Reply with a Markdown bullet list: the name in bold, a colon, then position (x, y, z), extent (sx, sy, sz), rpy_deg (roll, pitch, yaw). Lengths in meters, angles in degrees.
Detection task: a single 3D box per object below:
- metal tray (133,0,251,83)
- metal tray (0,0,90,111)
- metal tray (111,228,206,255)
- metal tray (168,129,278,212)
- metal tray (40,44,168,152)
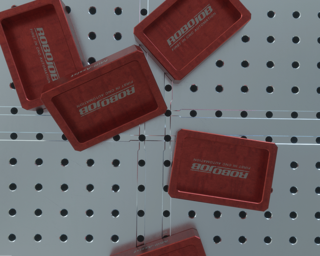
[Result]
- **metal tray**: position (0.042, -0.134, 0.411), extent (0.130, 0.030, 0.090), rpy_deg (-41, 91, -1)
- **metal tray**: position (-0.152, -0.097, 0.408), extent (0.090, 0.030, 0.129), rpy_deg (-19, 90, -1)
- **metal tray**: position (0.002, 0.199, 0.411), extent (0.131, 0.030, 0.090), rpy_deg (-19, 90, -1)
- **metal tray**: position (0.081, 0.054, 0.411), extent (0.131, 0.030, 0.089), rpy_deg (9, 90, -1)
- **metal tray**: position (-0.067, -0.036, 0.389), extent (0.131, 0.030, 0.090), rpy_deg (-25, 121, -1)
